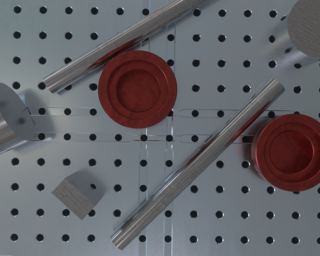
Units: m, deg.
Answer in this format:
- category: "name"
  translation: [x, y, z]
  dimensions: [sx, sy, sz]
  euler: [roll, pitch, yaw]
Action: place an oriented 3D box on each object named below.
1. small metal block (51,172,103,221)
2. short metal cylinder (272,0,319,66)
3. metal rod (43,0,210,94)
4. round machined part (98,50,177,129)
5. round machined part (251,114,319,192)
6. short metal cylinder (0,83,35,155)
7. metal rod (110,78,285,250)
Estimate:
- category: "small metal block"
  translation: [-0.105, 0.086, 0.400]
  dimensions: [0.050, 0.050, 0.025]
  euler: [43, 90, 0]
- category: "short metal cylinder"
  translation: [0.195, -0.125, 0.402]
  dimensions: [0.081, 0.050, 0.080]
  euler: [0, 90, 0]
- category: "metal rod"
  translation: [-0.019, -0.133, 0.412]
  dimensions: [0.301, 0.025, 0.025]
  euler: [-31, 90, 0]
- category: "round machined part"
  translation: [-0.028, -0.048, 0.404]
  dimensions: [0.099, 0.042, 0.097]
  euler: [0, 90, 0]
- category: "round machined part"
  translation: [0.168, 0.031, 0.406]
  dimensions: [0.099, 0.042, 0.097]
  euler: [0, 90, 0]
- category: "short metal cylinder"
  translation: [-0.202, -0.009, 0.384]
  dimensions: [0.050, 0.080, 0.080]
  euler: [-25, 90, 0]
- category: "metal rod"
  translation: [0.050, 0.048, 0.413]
  dimensions: [0.300, 0.025, 0.025]
  euler: [-44, 90, 0]
